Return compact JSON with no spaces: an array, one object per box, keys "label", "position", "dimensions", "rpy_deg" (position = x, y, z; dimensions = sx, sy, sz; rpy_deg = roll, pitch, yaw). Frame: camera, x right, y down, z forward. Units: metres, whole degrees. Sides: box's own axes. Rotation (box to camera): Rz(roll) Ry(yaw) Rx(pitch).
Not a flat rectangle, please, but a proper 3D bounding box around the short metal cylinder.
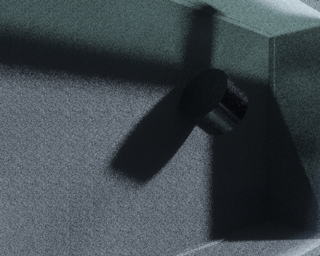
[{"label":"short metal cylinder","position":[0.075,-0.036,0.436],"dimensions":[0.050,0.080,0.080],"rpy_deg":[34,69,-35]}]
